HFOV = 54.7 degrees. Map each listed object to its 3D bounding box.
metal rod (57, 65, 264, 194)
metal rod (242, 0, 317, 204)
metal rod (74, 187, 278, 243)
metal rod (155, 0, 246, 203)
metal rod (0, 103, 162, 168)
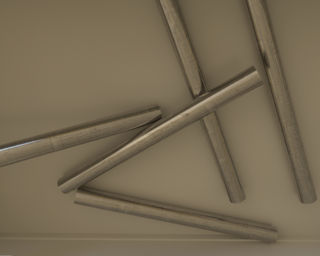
[{"bbox_3d":[-0.012,0.011,0.396,0.300,0.025,0.025,-30,108,17],"label":"metal rod"},{"bbox_3d":[0.160,-0.028,0.402,0.025,0.025,0.299,-21,109,7],"label":"metal rod"},{"bbox_3d":[0.027,0.130,0.459,0.302,0.025,0.025,13,110,-5],"label":"metal rod"},{"bbox_3d":[0.058,-0.029,0.400,0.025,0.025,0.299,-20,109,7],"label":"metal rod"},{"bbox_3d":[-0.142,0.021,0.364,0.302,0.025,0.025,-16,111,-16],"label":"metal rod"}]
